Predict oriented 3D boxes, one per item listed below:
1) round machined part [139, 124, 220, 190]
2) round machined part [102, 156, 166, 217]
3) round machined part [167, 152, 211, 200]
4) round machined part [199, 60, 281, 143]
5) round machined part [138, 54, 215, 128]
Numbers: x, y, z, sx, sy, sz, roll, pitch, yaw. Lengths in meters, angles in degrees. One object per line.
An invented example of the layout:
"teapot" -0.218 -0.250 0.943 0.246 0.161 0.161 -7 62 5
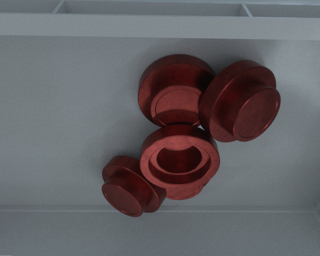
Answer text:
"round machined part" 0.024 0.032 0.395 0.099 0.042 0.097 -1 130 0
"round machined part" -0.044 0.089 0.444 0.098 0.042 0.097 21 138 21
"round machined part" 0.028 0.069 0.455 0.099 0.042 0.097 -1 130 0
"round machined part" 0.096 -0.023 0.349 0.099 0.042 0.097 -20 132 -24
"round machined part" 0.023 -0.034 0.367 0.099 0.042 0.097 -1 130 0
